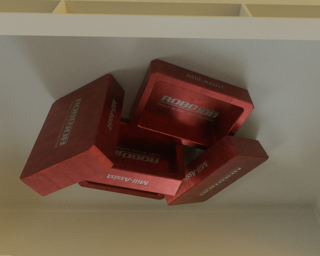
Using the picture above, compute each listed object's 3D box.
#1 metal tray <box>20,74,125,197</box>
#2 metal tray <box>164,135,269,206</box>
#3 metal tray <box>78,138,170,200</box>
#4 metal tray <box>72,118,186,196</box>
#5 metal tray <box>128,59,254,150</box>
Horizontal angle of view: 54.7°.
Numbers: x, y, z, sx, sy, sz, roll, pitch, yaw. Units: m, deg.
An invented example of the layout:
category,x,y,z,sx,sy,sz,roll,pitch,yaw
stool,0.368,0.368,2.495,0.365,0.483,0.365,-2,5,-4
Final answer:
category,x,y,z,sx,sy,sz,roll,pitch,yaw
metal tray,-0.089,0.002,0.337,0.090,0.130,0.030,-23,127,19
metal tray,0.075,0.062,0.432,0.091,0.030,0.129,9,137,-46
metal tray,-0.045,0.057,0.449,0.131,0.030,0.089,12,129,-11
metal tray,-0.037,0.030,0.388,0.131,0.090,0.030,12,129,-11
metal tray,0.036,-0.022,0.385,0.131,0.030,0.089,16,128,-14
